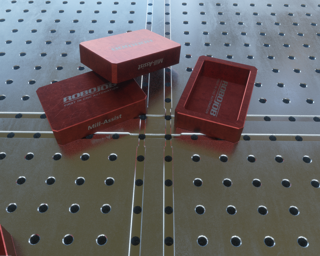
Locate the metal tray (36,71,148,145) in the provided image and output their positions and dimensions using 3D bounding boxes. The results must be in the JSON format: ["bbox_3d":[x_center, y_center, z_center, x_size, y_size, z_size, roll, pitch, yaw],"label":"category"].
[{"bbox_3d":[-0.095,-0.038,0.435,0.131,0.030,0.090,-22,54,-18],"label":"metal tray"}]

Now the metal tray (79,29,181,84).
[{"bbox_3d":[-0.043,-0.114,0.474,0.131,0.030,0.090,-26,46,-36],"label":"metal tray"}]

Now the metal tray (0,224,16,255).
[{"bbox_3d":[-0.168,0.160,0.267,0.091,0.030,0.130,-23,54,-19],"label":"metal tray"}]

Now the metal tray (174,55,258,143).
[{"bbox_3d":[0.083,-0.047,0.444,0.090,0.030,0.130,16,52,12],"label":"metal tray"}]
